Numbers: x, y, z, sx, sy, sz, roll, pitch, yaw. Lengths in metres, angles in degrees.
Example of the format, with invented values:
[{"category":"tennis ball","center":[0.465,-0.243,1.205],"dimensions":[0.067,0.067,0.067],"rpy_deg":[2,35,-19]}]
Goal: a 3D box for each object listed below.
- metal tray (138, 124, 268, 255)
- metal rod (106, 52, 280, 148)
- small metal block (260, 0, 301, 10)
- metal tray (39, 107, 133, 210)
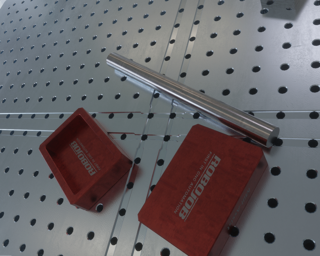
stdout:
[{"category":"metal tray","center":[0.046,0.067,0.339],"dimensions":[0.090,0.030,0.130],"rpy_deg":[23,74,36]},{"category":"metal rod","center":[0.022,-0.052,0.428],"dimensions":[0.300,0.025,0.025],"rpy_deg":[32,79,38]},{"category":"small metal block","center":[0.176,-0.198,0.437],"dimensions":[0.050,0.025,0.050],"rpy_deg":[24,75,36]},{"category":"metal tray","center":[-0.109,0.039,0.438],"dimensions":[0.090,0.030,0.130],"rpy_deg":[-45,51,-3]}]
